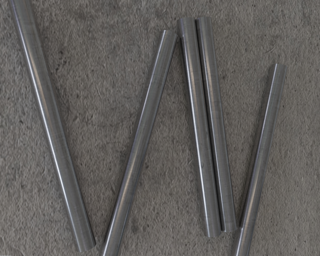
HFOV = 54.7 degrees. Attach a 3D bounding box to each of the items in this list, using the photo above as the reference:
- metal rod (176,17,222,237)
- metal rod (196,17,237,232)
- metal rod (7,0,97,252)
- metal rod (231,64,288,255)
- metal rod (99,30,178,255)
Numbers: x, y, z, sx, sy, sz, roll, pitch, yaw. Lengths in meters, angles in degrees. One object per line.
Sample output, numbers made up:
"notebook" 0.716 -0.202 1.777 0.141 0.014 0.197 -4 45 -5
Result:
"metal rod" 0.054 0.001 0.428 0.025 0.025 0.298 -9 93 -20
"metal rod" 0.079 -0.003 0.437 0.025 0.025 0.298 -9 93 -20
"metal rod" -0.124 0.000 0.363 0.025 0.025 0.298 -15 95 -19
"metal rod" 0.149 0.050 0.463 0.025 0.025 0.299 15 85 -20
"metal rod" -0.026 0.019 0.399 0.025 0.025 0.299 17 84 -19
